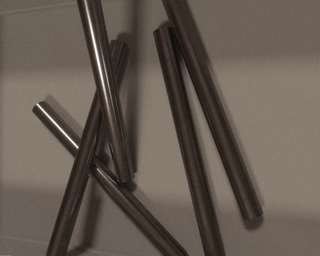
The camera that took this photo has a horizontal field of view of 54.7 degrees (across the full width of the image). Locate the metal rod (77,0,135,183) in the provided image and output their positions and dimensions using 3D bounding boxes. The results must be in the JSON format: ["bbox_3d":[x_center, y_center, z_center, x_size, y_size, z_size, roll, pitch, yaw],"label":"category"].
[{"bbox_3d":[-0.066,-0.065,0.366,0.025,0.025,0.298,1,116,20],"label":"metal rod"}]

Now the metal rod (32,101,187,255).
[{"bbox_3d":[-0.079,0.069,0.436,0.300,0.025,0.025,44,103,14],"label":"metal rod"}]

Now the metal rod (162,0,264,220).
[{"bbox_3d":[0.062,-0.035,0.388,0.025,0.025,0.299,-22,83,18],"label":"metal rod"}]

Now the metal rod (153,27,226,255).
[{"bbox_3d":[0.036,0.017,0.397,0.025,0.025,0.298,-14,85,19],"label":"metal rod"}]

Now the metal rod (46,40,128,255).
[{"bbox_3d":[-0.097,0.026,0.419,0.025,0.025,0.299,15,86,19],"label":"metal rod"}]
